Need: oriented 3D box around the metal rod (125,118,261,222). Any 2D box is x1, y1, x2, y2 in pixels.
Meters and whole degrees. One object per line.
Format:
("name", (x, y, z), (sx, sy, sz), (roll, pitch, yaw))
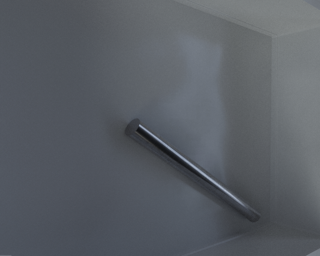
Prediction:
("metal rod", (0.065, 0.076, 0.460), (0.301, 0.025, 0.025), (38, 67, -33))
